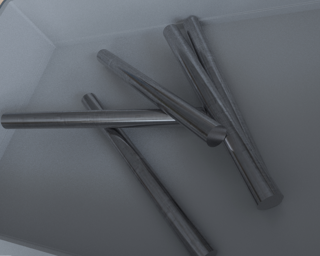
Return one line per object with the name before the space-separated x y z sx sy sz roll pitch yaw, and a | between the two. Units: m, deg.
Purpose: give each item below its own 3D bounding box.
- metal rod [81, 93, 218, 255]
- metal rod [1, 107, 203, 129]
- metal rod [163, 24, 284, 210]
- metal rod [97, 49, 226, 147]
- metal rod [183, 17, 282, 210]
metal rod | -0.033 0.041 0.396 0.025 0.025 0.300 -42 51 -1
metal rod | -0.081 -0.012 0.419 0.301 0.025 0.025 -1 61 15
metal rod | 0.057 -0.040 0.371 0.025 0.025 0.300 -29 48 9
metal rod | -0.020 -0.057 0.419 0.025 0.025 0.300 -45 42 -4
metal rod | 0.077 -0.043 0.390 0.025 0.025 0.299 -24 53 13
